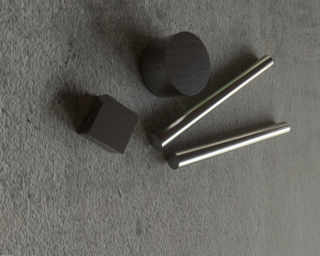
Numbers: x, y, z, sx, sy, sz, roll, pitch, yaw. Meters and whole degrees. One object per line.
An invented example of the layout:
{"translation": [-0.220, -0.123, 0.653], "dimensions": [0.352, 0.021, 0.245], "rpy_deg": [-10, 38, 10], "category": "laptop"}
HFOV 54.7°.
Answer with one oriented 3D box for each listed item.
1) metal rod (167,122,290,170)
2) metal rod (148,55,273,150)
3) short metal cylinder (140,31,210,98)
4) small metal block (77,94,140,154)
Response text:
{"translation": [0.132, 0.022, 0.518], "dimensions": [0.302, 0.025, 0.025], "rpy_deg": [-11, 97, -40], "category": "metal rod"}
{"translation": [0.096, -0.052, 0.487], "dimensions": [0.302, 0.025, 0.025], "rpy_deg": [-35, 112, -35], "category": "metal rod"}
{"translation": [0.021, -0.081, 0.408], "dimensions": [0.081, 0.050, 0.079], "rpy_deg": [0, 90, -40], "category": "short metal cylinder"}
{"translation": [-0.058, -0.004, 0.358], "dimensions": [0.050, 0.025, 0.050], "rpy_deg": [35, 68, -35], "category": "small metal block"}
